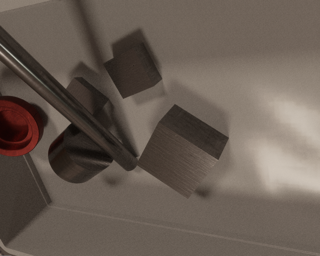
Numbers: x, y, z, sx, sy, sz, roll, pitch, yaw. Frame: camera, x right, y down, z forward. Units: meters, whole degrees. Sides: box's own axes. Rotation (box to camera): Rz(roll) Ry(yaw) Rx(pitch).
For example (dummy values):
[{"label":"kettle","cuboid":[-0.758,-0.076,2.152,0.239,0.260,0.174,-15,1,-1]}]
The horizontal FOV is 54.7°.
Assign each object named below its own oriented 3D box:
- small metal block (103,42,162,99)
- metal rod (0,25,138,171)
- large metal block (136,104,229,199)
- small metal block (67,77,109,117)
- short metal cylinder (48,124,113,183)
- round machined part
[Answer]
[{"label":"small metal block","cuboid":[-0.034,-0.070,0.382,0.050,0.025,0.050,-18,110,34]},{"label":"metal rod","cuboid":[-0.112,-0.030,0.363,0.025,0.025,0.300,-5,143,30]},{"label":"large metal block","cuboid":[0.028,0.030,0.396,0.080,0.050,0.079,33,129,6]},{"label":"small metal block","cuboid":[-0.109,-0.035,0.431,0.050,0.025,0.050,39,105,1]},{"label":"short metal cylinder","cuboid":[-0.114,0.035,0.452,0.080,0.080,0.050,49,129,-7]},{"label":"round machined part","cuboid":[-0.237,-0.006,0.500,0.099,0.042,0.097,0,115,0]}]
